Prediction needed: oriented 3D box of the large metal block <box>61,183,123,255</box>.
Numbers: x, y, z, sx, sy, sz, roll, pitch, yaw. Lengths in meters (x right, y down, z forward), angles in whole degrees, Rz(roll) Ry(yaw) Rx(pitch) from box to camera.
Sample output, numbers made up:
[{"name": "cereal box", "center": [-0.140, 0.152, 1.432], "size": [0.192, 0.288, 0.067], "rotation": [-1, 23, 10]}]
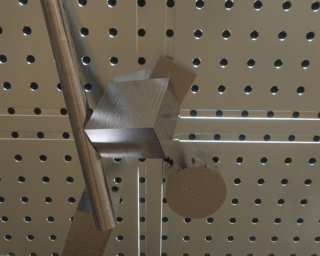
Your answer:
[{"name": "large metal block", "center": [-0.092, 0.128, 0.430], "size": [0.050, 0.080, 0.079], "rotation": [19, 109, -7]}]

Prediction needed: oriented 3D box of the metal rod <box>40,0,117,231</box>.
[{"name": "metal rod", "center": [-0.096, -0.028, 0.359], "size": [0.025, 0.025, 0.298], "rotation": [-13, 94, 4]}]

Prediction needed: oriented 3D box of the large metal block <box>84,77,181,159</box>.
[{"name": "large metal block", "center": [-0.028, -0.011, 0.361], "size": [0.080, 0.080, 0.050], "rotation": [-2, 136, 21]}]

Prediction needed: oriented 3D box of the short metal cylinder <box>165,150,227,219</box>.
[{"name": "short metal cylinder", "center": [0.047, 0.077, 0.429], "size": [0.081, 0.050, 0.079], "rotation": [0, 110, -1]}]

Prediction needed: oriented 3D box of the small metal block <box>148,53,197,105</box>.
[{"name": "small metal block", "center": [0.012, -0.059, 0.392], "size": [0.050, 0.025, 0.050], "rotation": [26, 108, -10]}]
